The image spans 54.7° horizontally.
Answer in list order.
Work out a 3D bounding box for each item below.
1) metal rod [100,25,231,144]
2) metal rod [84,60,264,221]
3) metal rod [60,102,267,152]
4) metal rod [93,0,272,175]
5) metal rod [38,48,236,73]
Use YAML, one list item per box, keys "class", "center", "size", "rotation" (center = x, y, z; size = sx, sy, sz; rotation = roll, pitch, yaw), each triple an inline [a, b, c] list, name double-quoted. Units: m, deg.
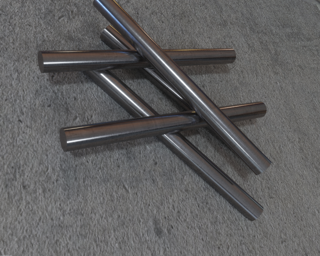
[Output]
- class: "metal rod"
  center: [0.036, -0.043, 0.452]
  size: [0.300, 0.025, 0.025]
  rotation: [40, 51, -1]
- class: "metal rod"
  center: [0.015, 0.012, 0.406]
  size: [0.300, 0.025, 0.025]
  rotation: [42, 51, 0]
- class: "metal rod"
  center: [0.028, -0.008, 0.395]
  size: [0.303, 0.025, 0.025]
  rotation: [-9, 67, -32]
- class: "metal rod"
  center: [0.025, -0.059, 0.393]
  size: [0.300, 0.025, 0.025]
  rotation: [47, 51, 4]
- class: "metal rod"
  center: [-0.009, -0.097, 0.429]
  size: [0.303, 0.025, 0.025]
  rotation: [-10, 67, -33]
